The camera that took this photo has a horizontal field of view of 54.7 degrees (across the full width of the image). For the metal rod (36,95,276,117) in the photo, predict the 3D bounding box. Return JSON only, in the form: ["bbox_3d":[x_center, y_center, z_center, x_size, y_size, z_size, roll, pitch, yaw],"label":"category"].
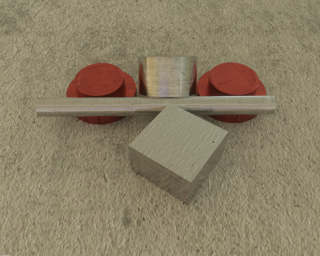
[{"bbox_3d":[-0.004,-0.028,0.401,0.302,0.025,0.025,-1,50,-1],"label":"metal rod"}]

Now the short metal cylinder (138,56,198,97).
[{"bbox_3d":[0.011,-0.073,0.426,0.080,0.050,0.080,0,15,0],"label":"short metal cylinder"}]

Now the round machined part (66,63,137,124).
[{"bbox_3d":[-0.083,-0.055,0.438,0.099,0.042,0.098,0,50,0],"label":"round machined part"}]

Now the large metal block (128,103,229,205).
[{"bbox_3d":[0.022,0.028,0.363,0.080,0.050,0.080,28,56,22],"label":"large metal block"}]

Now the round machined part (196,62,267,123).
[{"bbox_3d":[0.102,-0.056,0.442,0.099,0.042,0.098,0,50,0],"label":"round machined part"}]
